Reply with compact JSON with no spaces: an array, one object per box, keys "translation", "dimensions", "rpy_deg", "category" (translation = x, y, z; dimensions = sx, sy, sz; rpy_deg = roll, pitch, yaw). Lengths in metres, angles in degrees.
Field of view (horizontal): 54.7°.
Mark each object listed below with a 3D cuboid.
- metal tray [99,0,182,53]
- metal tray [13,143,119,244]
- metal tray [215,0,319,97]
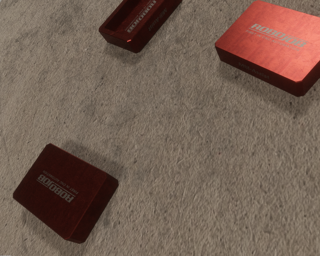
[{"translation":[-0.035,-0.197,0.537],"dimensions":[0.090,0.030,0.130],"rpy_deg":[30,78,37],"category":"metal tray"},{"translation":[-0.129,0.082,0.416],"dimensions":[0.130,0.030,0.090],"rpy_deg":[20,72,35],"category":"metal tray"},{"translation":[0.146,-0.104,0.388],"dimensions":[0.090,0.030,0.130],"rpy_deg":[-47,52,-6],"category":"metal tray"}]
